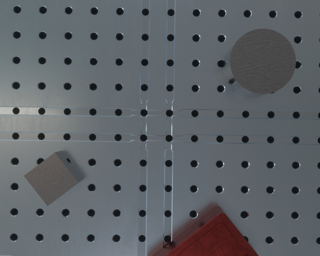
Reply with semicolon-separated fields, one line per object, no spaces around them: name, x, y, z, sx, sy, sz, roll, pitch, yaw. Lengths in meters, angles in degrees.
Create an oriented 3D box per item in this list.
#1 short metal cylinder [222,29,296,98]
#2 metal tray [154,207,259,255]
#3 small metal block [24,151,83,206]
short metal cylinder;0.125;-0.081;0.402;0.081;0.050;0.079;0;90;0
metal tray;0.057;0.181;0.411;0.130;0.030;0.090;-38;90;0
small metal block;-0.141;0.066;0.412;0.050;0.025;0.050;-38;90;0
